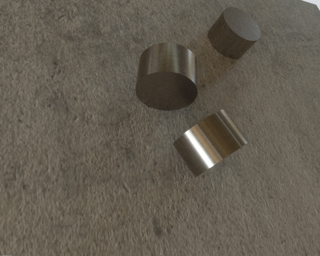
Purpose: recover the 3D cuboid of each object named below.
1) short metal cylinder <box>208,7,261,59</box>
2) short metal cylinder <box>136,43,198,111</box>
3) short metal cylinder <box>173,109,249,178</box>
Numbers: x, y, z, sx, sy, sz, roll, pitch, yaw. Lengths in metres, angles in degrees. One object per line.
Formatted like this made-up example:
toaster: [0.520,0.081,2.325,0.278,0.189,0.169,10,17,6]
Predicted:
short metal cylinder: [0.137,-0.175,0.571,0.081,0.050,0.080,14,56,-21]
short metal cylinder: [0.010,-0.067,0.416,0.081,0.080,0.050,17,55,-19]
short metal cylinder: [0.064,0.020,0.393,0.081,0.080,0.050,-25,76,-37]
